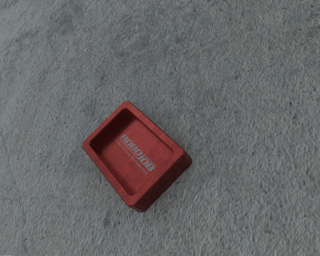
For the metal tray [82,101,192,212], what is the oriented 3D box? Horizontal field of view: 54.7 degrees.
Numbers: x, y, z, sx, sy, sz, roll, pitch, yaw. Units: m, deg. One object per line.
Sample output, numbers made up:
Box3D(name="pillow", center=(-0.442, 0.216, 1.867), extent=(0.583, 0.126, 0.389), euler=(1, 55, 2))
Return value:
Box3D(name="metal tray", center=(-0.034, 0.031, 0.399), extent=(0.090, 0.030, 0.130), euler=(-45, 51, -4))
